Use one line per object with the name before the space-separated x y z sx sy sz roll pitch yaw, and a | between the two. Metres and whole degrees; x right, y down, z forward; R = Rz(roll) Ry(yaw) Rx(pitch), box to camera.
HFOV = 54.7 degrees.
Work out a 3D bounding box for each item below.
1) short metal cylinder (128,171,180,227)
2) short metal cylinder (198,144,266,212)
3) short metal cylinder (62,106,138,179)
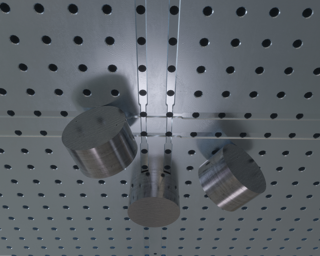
short metal cylinder | -0.009 0.114 0.492 0.081 0.050 0.079 0 130 0
short metal cylinder | 0.101 0.069 0.435 0.080 0.080 0.050 29 124 -23
short metal cylinder | -0.074 0.016 0.389 0.080 0.080 0.050 -11 129 9
